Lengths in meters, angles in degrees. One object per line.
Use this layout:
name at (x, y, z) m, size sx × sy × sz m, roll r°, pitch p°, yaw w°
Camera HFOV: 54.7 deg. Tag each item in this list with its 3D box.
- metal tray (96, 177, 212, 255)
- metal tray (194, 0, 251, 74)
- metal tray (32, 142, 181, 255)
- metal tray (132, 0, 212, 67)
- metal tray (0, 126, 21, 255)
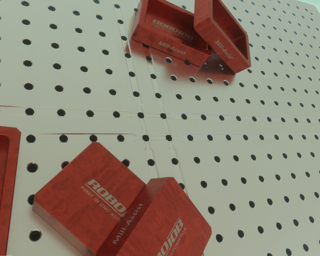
metal tray at (-0.005, 0.124, 0.307) m, size 0.090 × 0.030 × 0.131 m, roll 55°, pitch 48°, yaw -19°
metal tray at (0.110, -0.166, 0.536) m, size 0.130 × 0.030 × 0.090 m, roll 35°, pitch 47°, yaw -36°
metal tray at (-0.052, 0.088, 0.324) m, size 0.130 × 0.030 × 0.090 m, roll 42°, pitch 51°, yaw 0°
metal tray at (0.024, -0.165, 0.520) m, size 0.131 × 0.030 × 0.090 m, roll 18°, pitch 55°, yaw -18°
metal tray at (-0.179, 0.058, 0.273) m, size 0.091 × 0.030 × 0.130 m, roll 7°, pitch 58°, yaw -25°
